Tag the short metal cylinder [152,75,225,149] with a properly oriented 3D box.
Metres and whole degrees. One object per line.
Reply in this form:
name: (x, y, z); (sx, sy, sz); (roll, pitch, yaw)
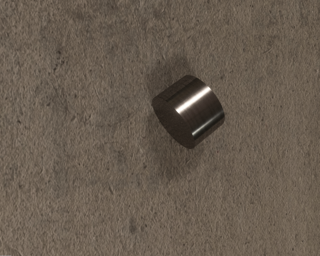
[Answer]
short metal cylinder: (0.035, -0.020, 0.394); (0.050, 0.080, 0.080); (-38, 103, -16)
